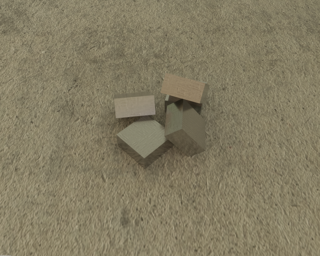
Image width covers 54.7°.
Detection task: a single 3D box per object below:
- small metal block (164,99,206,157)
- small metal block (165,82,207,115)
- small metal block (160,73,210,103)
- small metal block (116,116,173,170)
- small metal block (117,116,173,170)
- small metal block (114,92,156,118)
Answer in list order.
[{"bbox_3d":[0.032,0.000,0.386,0.025,0.050,0.050,-24,41,31],"label":"small metal block"},{"bbox_3d":[0.037,-0.044,0.442,0.050,0.025,0.050,11,51,8],"label":"small metal block"},{"bbox_3d":[0.034,-0.050,0.397,0.050,0.025,0.050,17,9,13],"label":"small metal block"},{"bbox_3d":[-0.018,0.016,0.391,0.050,0.025,0.050,37,59,27],"label":"small metal block"},{"bbox_3d":[-0.018,0.016,0.391,0.050,0.025,0.050,38,59,27],"label":"small metal block"},{"bbox_3d":[-0.034,-0.032,0.415,0.050,0.025,0.050,-6,13,-6],"label":"small metal block"}]
